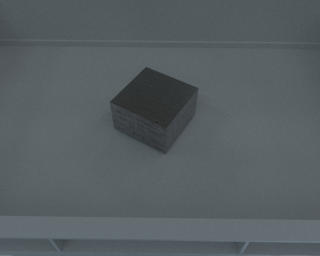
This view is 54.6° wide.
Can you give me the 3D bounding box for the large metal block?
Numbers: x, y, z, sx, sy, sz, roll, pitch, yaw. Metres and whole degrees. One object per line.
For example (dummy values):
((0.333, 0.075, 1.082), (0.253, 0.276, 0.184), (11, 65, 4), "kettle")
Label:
((-0.006, -0.025, 0.406), (0.080, 0.050, 0.080), (25, 54, 19), "large metal block")
